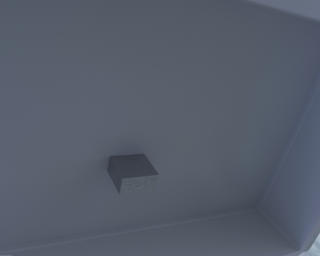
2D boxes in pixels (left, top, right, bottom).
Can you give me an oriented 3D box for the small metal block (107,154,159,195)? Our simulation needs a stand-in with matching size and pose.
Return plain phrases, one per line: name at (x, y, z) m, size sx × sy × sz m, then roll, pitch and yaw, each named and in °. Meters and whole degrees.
small metal block at (-0.036, 0.060, 0.411) m, size 0.050 × 0.050 × 0.025 m, roll -1°, pitch 119°, yaw -28°
